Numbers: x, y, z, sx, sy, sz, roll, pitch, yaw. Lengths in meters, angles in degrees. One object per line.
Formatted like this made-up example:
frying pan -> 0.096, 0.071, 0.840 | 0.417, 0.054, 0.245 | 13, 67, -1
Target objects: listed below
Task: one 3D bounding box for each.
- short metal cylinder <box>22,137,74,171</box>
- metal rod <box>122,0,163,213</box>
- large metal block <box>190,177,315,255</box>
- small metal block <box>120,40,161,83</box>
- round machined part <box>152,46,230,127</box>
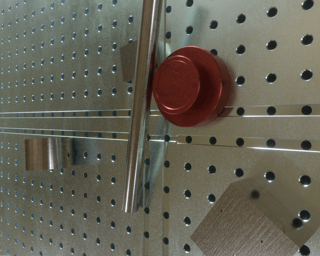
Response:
short metal cylinder -> -0.190, 0.043, 0.527 | 0.080, 0.081, 0.050 | -6, 87, 39
metal rod -> -0.025, -0.028, 0.403 | 0.025, 0.025, 0.298 | 20, 110, 38
large metal block -> 0.091, 0.110, 0.317 | 0.080, 0.050, 0.080 | 44, 116, 30
small metal block -> -0.027, -0.093, 0.430 | 0.050, 0.025, 0.050 | -11, 83, 39
round machined part -> 0.030, -0.050, 0.372 | 0.098, 0.042, 0.097 | 0, 90, 39
